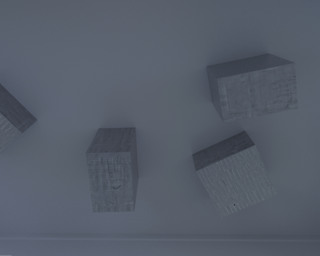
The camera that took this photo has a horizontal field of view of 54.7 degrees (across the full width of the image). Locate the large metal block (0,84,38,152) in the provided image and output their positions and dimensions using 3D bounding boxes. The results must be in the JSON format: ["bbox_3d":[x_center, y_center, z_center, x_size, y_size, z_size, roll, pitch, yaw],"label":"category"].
[{"bbox_3d":[-0.222,-0.008,0.393,0.080,0.050,0.080,-37,106,12],"label":"large metal block"}]

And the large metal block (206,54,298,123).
[{"bbox_3d":[0.104,-0.050,0.364,0.080,0.080,0.050,-11,110,4],"label":"large metal block"}]

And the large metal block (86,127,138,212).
[{"bbox_3d":[-0.057,0.051,0.400,0.050,0.080,0.079,-1,110,0],"label":"large metal block"}]

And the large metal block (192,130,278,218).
[{"bbox_3d":[0.100,0.062,0.422,0.080,0.050,0.080,-26,108,9],"label":"large metal block"}]
